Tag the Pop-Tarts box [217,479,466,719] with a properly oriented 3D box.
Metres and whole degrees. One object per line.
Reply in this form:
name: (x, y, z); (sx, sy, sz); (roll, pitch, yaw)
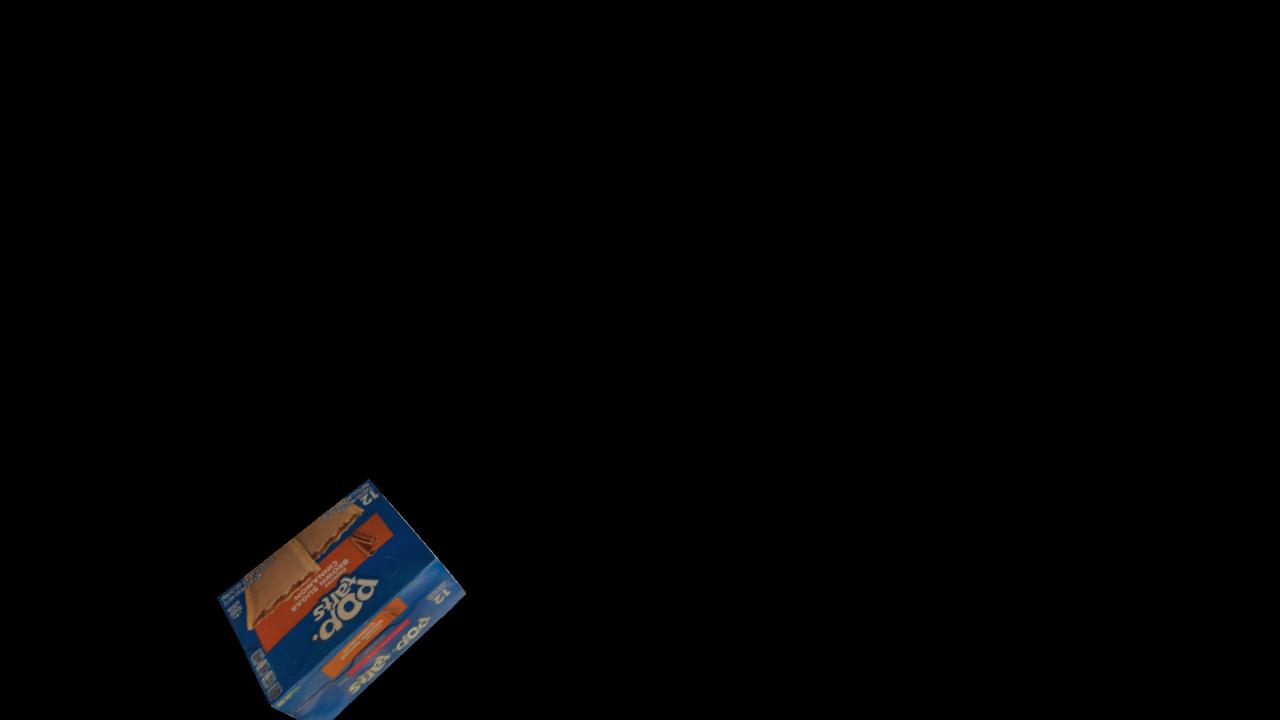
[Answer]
Pop-Tarts box: (-0.284, 0.228, 0.595); (0.141, 0.083, 0.167); (32, 61, 34)
